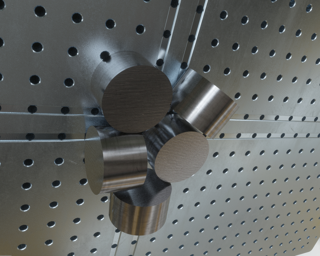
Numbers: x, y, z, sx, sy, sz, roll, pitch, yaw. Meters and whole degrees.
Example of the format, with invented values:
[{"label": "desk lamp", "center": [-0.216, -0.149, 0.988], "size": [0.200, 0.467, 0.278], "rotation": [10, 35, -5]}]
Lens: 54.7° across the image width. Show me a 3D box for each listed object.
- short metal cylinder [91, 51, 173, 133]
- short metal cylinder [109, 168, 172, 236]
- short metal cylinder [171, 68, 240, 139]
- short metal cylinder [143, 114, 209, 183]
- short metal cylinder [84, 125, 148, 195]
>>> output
[{"label": "short metal cylinder", "center": [-0.033, -0.041, 0.351], "size": [0.081, 0.050, 0.079], "rotation": [-13, 124, -20]}, {"label": "short metal cylinder", "center": [-0.027, 0.097, 0.420], "size": [0.081, 0.080, 0.050], "rotation": [-6, 122, -25]}, {"label": "short metal cylinder", "center": [0.051, -0.030, 0.384], "size": [0.080, 0.080, 0.050], "rotation": [32, 100, -38]}, {"label": "short metal cylinder", "center": [0.019, 0.027, 0.422], "size": [0.081, 0.050, 0.079], "rotation": [-14, 125, -21]}, {"label": "short metal cylinder", "center": [-0.055, 0.036, 0.369], "size": [0.050, 0.080, 0.079], "rotation": [-3, 120, -28]}]
